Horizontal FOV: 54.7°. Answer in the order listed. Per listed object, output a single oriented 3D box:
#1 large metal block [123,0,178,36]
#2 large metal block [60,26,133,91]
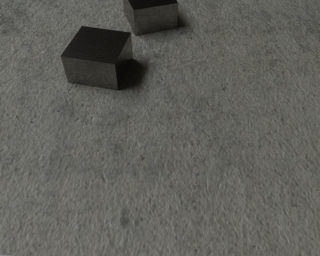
[{"bbox_3d":[-0.019,-0.221,0.573,0.081,0.050,0.080,-14,52,-12],"label":"large metal block"},{"bbox_3d":[-0.093,-0.109,0.477,0.080,0.050,0.080,10,51,8],"label":"large metal block"}]
